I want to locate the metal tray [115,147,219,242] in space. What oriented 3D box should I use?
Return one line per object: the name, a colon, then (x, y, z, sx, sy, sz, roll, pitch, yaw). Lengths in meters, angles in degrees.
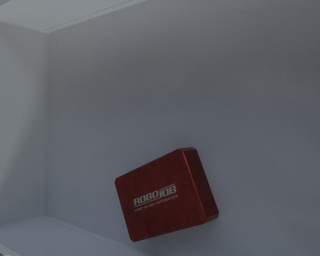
metal tray: (0.003, 0.089, 0.403, 0.130, 0.030, 0.090, -29, 72, 36)
